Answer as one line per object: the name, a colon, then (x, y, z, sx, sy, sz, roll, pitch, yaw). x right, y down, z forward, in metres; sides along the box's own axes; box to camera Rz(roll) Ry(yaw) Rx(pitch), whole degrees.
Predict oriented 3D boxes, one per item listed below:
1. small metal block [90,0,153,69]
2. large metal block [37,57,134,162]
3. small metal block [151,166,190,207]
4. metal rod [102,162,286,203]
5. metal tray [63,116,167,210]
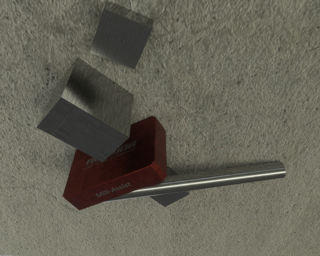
small metal block: (-0.040, -0.097, 0.324, 0.050, 0.025, 0.050, 18, 128, -16)
large metal block: (-0.079, -0.021, 0.352, 0.080, 0.080, 0.050, 33, 122, -25)
small metal block: (0.010, 0.093, 0.487, 0.050, 0.025, 0.050, -33, 123, 25)
metal rod: (0.033, 0.079, 0.446, 0.302, 0.025, 0.025, -6, 131, -7)
metal tray: (-0.056, 0.044, 0.401, 0.130, 0.090, 0.030, -22, 127, 17)
